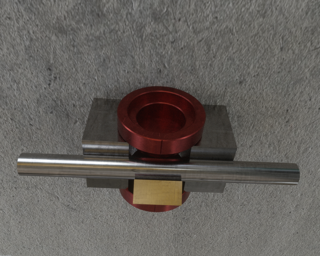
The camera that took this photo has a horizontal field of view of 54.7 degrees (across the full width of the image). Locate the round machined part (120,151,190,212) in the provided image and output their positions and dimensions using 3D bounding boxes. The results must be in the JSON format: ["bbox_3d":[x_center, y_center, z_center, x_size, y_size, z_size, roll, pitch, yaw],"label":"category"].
[{"bbox_3d":[-0.005,0.060,0.411,0.099,0.098,0.042,4,125,-3],"label":"round machined part"}]

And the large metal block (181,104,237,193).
[{"bbox_3d":[0.057,0.025,0.395,0.050,0.080,0.079,3,130,-3],"label":"large metal block"}]

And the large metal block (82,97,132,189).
[{"bbox_3d":[-0.062,0.019,0.388,0.050,0.080,0.079,3,130,-3],"label":"large metal block"}]

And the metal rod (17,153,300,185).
[{"bbox_3d":[0.001,0.046,0.342,0.302,0.025,0.025,2,130,-3],"label":"metal rod"}]

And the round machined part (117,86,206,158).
[{"bbox_3d":[0.001,-0.004,0.357,0.099,0.098,0.042,3,131,-3],"label":"round machined part"}]

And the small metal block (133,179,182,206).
[{"bbox_3d":[-0.002,0.071,0.346,0.050,0.025,0.050,2,171,0],"label":"small metal block"}]
